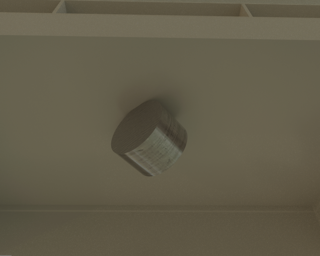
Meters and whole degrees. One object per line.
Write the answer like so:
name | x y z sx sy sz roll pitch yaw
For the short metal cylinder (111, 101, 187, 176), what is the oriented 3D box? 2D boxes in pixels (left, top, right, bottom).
short metal cylinder | -0.013 0.013 0.384 0.080 0.080 0.050 -31 124 23
